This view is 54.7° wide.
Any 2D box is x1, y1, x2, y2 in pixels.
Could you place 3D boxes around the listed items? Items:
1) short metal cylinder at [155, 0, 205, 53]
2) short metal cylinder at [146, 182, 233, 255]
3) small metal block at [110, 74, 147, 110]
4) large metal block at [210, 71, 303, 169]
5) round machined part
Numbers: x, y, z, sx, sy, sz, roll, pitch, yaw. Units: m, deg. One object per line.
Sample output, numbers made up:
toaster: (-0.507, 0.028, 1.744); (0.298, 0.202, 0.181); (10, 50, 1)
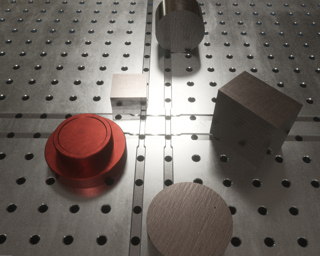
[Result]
short metal cylinder: (0.032, -0.174, 0.518); (0.081, 0.080, 0.050); (0, 50, -1)
short metal cylinder: (0.027, 0.101, 0.307); (0.081, 0.050, 0.080); (0, 50, 0)
small metal block: (-0.044, -0.053, 0.452); (0.050, 0.025, 0.050); (-1, 50, -1)
large metal block: (0.113, -0.010, 0.382); (0.050, 0.080, 0.080); (-36, 59, -26)
round machined part: (-0.091, 0.020, 0.379); (0.099, 0.042, 0.098); (0, 50, 0)
